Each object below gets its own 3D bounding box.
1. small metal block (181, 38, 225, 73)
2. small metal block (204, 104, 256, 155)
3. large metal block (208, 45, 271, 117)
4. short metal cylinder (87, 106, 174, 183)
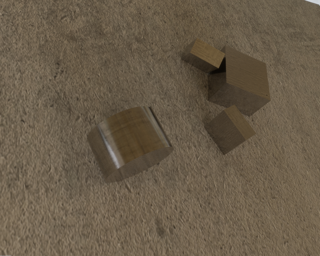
[{"bbox_3d":[0.067,-0.113,0.489,0.050,0.050,0.025,26,86,-12],"label":"small metal block"},{"bbox_3d":[0.098,0.003,0.438,0.025,0.050,0.050,-25,76,-37],"label":"small metal block"},{"bbox_3d":[0.126,-0.075,0.501,0.081,0.050,0.080,19,55,-18],"label":"large metal block"},{"bbox_3d":[-0.032,0.019,0.340,0.081,0.080,0.050,-17,71,-35],"label":"short metal cylinder"}]
